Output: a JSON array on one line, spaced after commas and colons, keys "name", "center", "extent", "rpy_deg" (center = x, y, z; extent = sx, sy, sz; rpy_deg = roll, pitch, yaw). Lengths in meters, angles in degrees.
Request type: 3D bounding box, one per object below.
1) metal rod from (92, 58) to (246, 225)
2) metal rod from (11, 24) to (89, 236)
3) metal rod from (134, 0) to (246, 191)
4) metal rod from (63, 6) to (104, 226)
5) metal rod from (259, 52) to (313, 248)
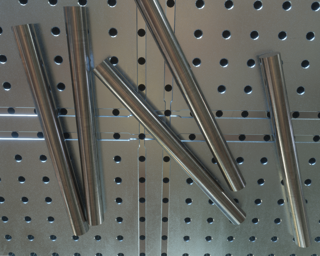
[{"name": "metal rod", "center": [0.022, 0.028, 0.424], "extent": [0.025, 0.025, 0.300], "rpy_deg": [-39, 106, 13]}, {"name": "metal rod", "center": [-0.141, 0.017, 0.417], "extent": [0.025, 0.025, 0.298], "rpy_deg": [-8, 110, 2]}, {"name": "metal rod", "center": [0.043, -0.041, 0.398], "extent": [0.025, 0.025, 0.299], "rpy_deg": [-26, 108, 9]}, {"name": "metal rod", "center": [-0.098, -0.001, 0.411], "extent": [0.025, 0.025, 0.298], "rpy_deg": [-1, 110, 0]}, {"name": "metal rod", "center": [0.179, 0.043, 0.431], "extent": [0.025, 0.025, 0.298], "rpy_deg": [-16, 110, 5]}]
